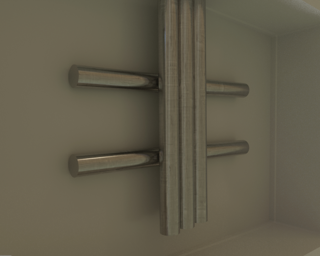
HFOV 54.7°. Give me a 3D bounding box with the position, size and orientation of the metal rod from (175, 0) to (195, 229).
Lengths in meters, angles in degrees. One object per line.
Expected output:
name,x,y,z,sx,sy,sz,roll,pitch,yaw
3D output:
metal rod,0.031,-0.023,0.396,0.025,0.025,0.298,-1,91,-40

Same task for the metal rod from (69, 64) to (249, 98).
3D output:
metal rod,0.024,-0.059,0.425,0.302,0.025,0.025,-2,92,-40

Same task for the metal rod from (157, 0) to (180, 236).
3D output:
metal rod,0.011,-0.021,0.380,0.025,0.025,0.298,-1,91,-40

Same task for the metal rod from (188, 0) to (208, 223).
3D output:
metal rod,0.049,-0.026,0.412,0.025,0.025,0.298,-1,91,-40

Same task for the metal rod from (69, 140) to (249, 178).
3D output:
metal rod,0.024,0.036,0.425,0.302,0.025,0.025,-2,91,-40
